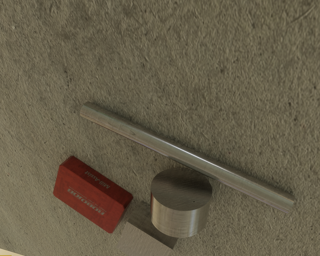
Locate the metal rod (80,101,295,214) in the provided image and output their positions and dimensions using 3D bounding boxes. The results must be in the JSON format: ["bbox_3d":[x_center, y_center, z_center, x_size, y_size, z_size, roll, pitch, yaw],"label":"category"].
[{"bbox_3d":[0.026,0.033,0.413,0.301,0.025,0.025,24,127,13],"label":"metal rod"}]

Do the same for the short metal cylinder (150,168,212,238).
[{"bbox_3d":[0.027,0.099,0.418,0.080,0.080,0.050,16,125,19],"label":"short metal cylinder"}]

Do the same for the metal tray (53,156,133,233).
[{"bbox_3d":[-0.119,0.117,0.539,0.130,0.030,0.089,32,129,7],"label":"metal tray"}]

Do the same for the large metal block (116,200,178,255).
[{"bbox_3d":[-0.017,0.179,0.511,0.080,0.050,0.079,29,128,9],"label":"large metal block"}]
